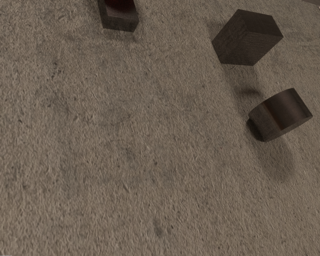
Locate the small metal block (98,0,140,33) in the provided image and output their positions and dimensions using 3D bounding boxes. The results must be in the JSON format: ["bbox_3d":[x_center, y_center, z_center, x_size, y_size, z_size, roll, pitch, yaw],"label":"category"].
[{"bbox_3d":[-0.065,-0.179,0.480,0.050,0.025,0.050,-1,62,-29],"label":"small metal block"}]

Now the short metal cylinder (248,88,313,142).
[{"bbox_3d":[0.187,-0.019,0.483,0.081,0.080,0.050,-15,70,-35],"label":"short metal cylinder"}]

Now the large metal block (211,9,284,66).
[{"bbox_3d":[0.153,-0.157,0.549,0.081,0.080,0.050,-3,63,-30],"label":"large metal block"}]
